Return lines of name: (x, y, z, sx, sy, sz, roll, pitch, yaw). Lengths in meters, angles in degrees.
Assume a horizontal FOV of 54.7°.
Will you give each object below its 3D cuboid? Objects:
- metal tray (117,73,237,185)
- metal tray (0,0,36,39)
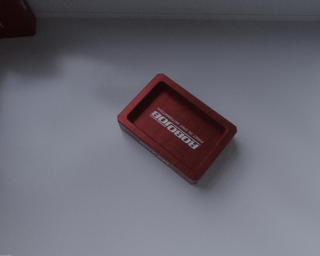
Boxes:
metal tray: (0.022, -0.001, 0.407, 0.130, 0.030, 0.090, 38, 74, 12)
metal tray: (-0.235, -0.172, 0.415, 0.091, 0.130, 0.030, -6, 70, -2)
